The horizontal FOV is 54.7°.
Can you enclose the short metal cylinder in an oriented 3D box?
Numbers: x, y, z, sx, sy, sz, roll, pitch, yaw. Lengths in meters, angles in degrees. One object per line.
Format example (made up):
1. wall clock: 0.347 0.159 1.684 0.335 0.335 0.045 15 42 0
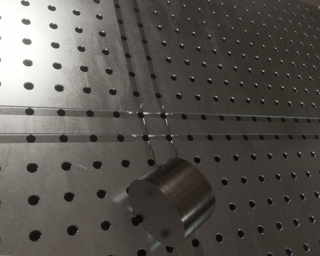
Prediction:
1. short metal cylinder: 0.012 0.078 0.333 0.050 0.080 0.080 -30 79 -38
